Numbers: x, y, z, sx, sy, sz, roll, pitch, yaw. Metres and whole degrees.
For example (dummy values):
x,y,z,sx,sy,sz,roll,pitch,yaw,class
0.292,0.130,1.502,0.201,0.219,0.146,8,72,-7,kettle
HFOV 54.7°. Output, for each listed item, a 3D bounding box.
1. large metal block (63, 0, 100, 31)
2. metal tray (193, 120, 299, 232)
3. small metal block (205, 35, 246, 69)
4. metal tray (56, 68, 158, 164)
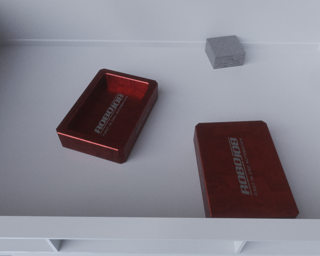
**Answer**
x,y,z,sx,sy,sz,roll,pitch,yaw,class
-0.143,-0.237,0.569,0.050,0.080,0.080,-2,50,-2,large metal block
0.093,0.051,0.361,0.091,0.030,0.130,-2,50,-3,metal tray
0.107,-0.126,0.512,0.050,0.025,0.050,-9,51,-7,small metal block
-0.065,-0.022,0.418,0.090,0.030,0.130,15,51,12,metal tray
